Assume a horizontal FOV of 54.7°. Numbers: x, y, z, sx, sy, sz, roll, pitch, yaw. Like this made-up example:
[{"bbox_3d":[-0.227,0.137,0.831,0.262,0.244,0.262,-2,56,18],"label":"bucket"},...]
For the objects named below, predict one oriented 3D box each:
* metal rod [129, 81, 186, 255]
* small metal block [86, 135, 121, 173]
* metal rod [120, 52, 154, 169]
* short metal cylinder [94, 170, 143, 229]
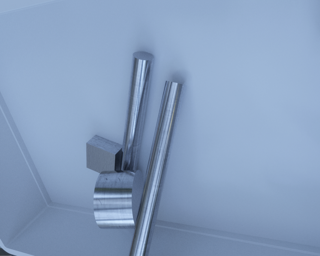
[{"bbox_3d":[-0.012,0.090,0.389,0.025,0.025,0.298,15,99,19],"label":"metal rod"},{"bbox_3d":[-0.085,0.045,0.479,0.050,0.025,0.050,20,126,16],"label":"small metal block"},{"bbox_3d":[-0.043,0.034,0.450,0.025,0.025,0.298,22,127,15],"label":"metal rod"},{"bbox_3d":[-0.054,0.099,0.431,0.050,0.080,0.079,-3,119,9],"label":"short metal cylinder"}]
